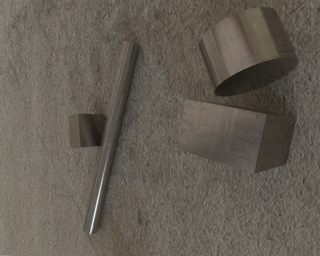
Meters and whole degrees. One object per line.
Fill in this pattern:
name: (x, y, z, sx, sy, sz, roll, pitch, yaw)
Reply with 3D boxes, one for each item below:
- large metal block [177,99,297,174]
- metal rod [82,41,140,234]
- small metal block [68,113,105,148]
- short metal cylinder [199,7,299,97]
large metal block: (0.077, 0.005, 0.306, 0.080, 0.081, 0.050, 16, 100, 39)
metal rod: (-0.076, 0.021, 0.467, 0.025, 0.025, 0.298, 23, 104, 37)
small metal block: (-0.111, 0.005, 0.481, 0.025, 0.050, 0.050, -9, 85, 40)
short metal cylinder: (0.084, -0.070, 0.300, 0.080, 0.081, 0.050, -27, 73, 37)
